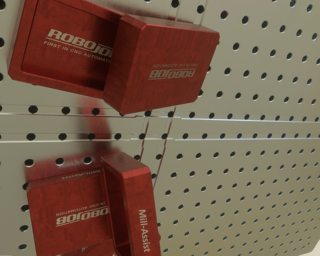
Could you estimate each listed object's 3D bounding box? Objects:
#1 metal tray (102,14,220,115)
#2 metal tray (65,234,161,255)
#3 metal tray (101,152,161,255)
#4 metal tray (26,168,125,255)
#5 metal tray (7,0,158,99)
[{"bbox_3d":[0.006,-0.068,0.335,0.131,0.030,0.089,-14,131,-48],"label":"metal tray"},{"bbox_3d":[-0.074,0.189,0.484,0.130,0.030,0.090,-42,129,1],"label":"metal tray"},{"bbox_3d":[-0.035,0.100,0.359,0.030,0.090,0.129,-11,101,-24],"label":"metal tray"},{"bbox_3d":[-0.095,0.103,0.398,0.131,0.030,0.089,-9,101,-24],"label":"metal tray"},{"bbox_3d":[-0.075,-0.081,0.316,0.131,0.030,0.089,10,113,-33],"label":"metal tray"}]
